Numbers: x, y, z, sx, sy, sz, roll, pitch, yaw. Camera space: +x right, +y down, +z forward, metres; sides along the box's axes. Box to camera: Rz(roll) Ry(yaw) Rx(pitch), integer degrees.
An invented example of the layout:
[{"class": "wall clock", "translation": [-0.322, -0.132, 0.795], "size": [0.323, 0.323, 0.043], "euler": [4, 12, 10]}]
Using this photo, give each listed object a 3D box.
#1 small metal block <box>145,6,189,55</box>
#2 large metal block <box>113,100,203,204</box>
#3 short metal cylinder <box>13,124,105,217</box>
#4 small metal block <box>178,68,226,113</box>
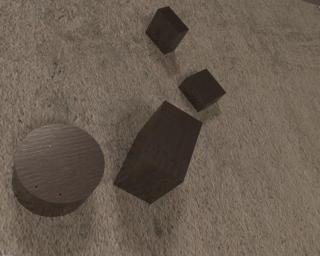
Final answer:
[{"class": "small metal block", "translation": [0.010, -0.153, 0.489], "size": [0.025, 0.050, 0.050], "euler": [-33, 81, -38]}, {"class": "large metal block", "translation": [-0.003, 0.029, 0.351], "size": [0.050, 0.080, 0.080], "euler": [31, 52, -9]}, {"class": "short metal cylinder", "translation": [-0.101, 0.042, 0.308], "size": [0.081, 0.050, 0.080], "euler": [14, 56, -21]}, {"class": "small metal block", "translation": [0.065, -0.058, 0.477], "size": [0.050, 0.025, 0.050], "euler": [-30, 78, -38]}]
